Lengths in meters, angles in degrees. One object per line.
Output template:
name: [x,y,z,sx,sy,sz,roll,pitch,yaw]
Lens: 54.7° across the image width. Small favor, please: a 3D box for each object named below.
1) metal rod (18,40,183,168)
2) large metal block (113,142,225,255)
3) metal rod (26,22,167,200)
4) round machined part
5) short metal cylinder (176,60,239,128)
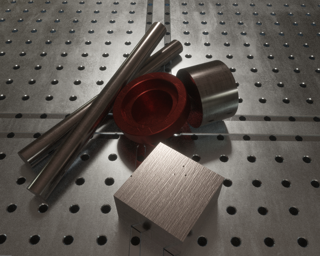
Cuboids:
metal rod: [-0.067,-0.050,0.448,0.025,0.025,0.301,33,57,24]
large metal block: [0.010,0.074,0.329,0.080,0.050,0.080,28,55,21]
metal rod: [-0.069,-0.041,0.414,0.025,0.025,0.300,22,61,17]
round machined part: [-0.008,-0.022,0.402,0.098,0.042,0.098,-10,56,15]
short metal cylinder: [0.060,-0.045,0.410,0.050,0.080,0.080,-17,52,-15]
